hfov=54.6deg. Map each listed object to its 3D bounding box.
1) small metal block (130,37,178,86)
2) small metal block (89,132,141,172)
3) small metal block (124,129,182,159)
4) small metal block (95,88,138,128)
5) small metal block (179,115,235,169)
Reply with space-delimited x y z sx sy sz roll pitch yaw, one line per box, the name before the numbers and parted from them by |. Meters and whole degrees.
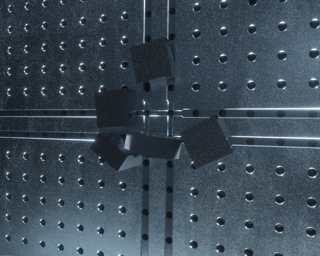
small metal block | -0.008 -0.088 0.416 0.050 0.025 0.050 -12 86 19
small metal block | -0.058 0.031 0.420 0.050 0.050 0.025 37 102 16
small metal block | -0.009 0.020 0.393 0.050 0.050 0.025 15 96 50
small metal block | -0.061 -0.027 0.435 0.050 0.025 0.050 -5 88 20
small metal block | 0.060 0.017 0.392 0.050 0.025 0.050 -27 81 18
